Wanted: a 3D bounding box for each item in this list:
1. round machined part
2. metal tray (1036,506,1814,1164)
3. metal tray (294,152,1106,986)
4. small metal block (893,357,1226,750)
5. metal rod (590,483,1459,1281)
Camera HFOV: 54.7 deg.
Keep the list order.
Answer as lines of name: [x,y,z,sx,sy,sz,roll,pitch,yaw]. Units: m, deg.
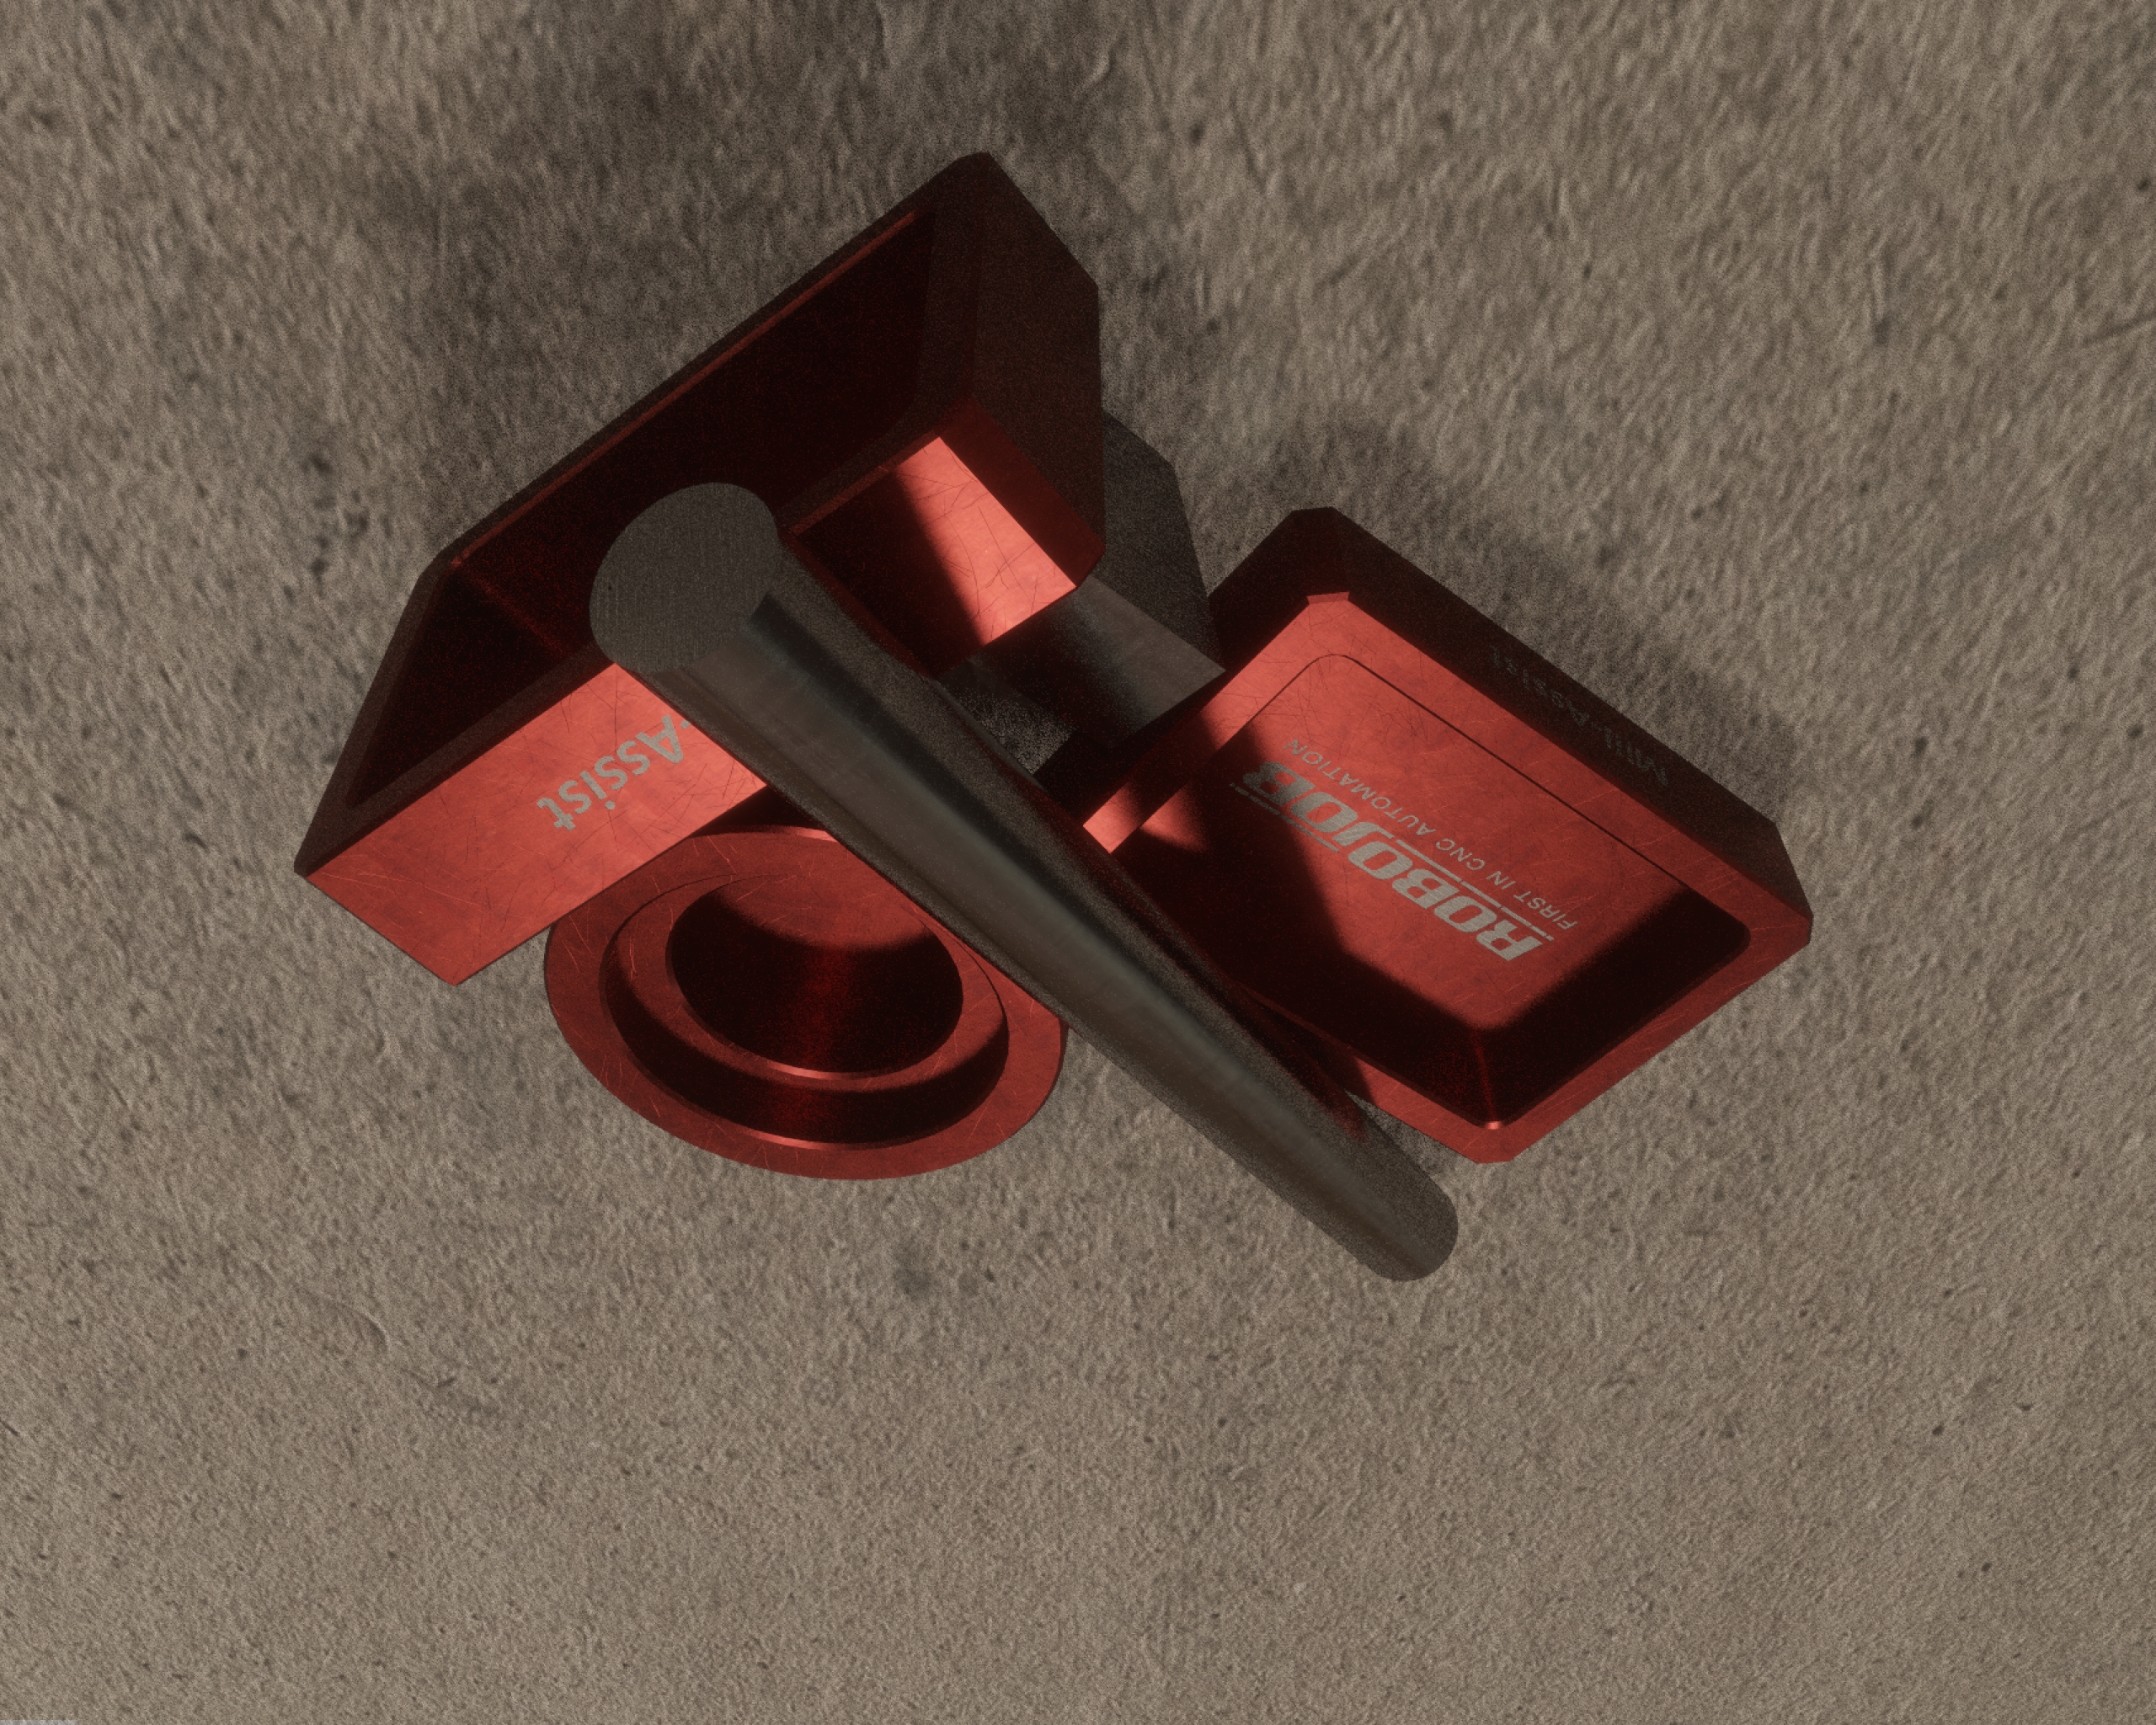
round machined part: [-0.049,0.015,0.405,0.099,0.042,0.097,4,134,4]
metal tray: [0.065,0.000,0.407,0.131,0.030,0.090,31,124,-24]
metal tray: [-0.057,-0.046,0.325,0.130,0.090,0.030,-30,124,22]
small metal block: [-0.006,-0.054,0.340,0.025,0.050,0.050,-34,137,28]
metal rod: [0.016,0.026,0.361,0.025,0.025,0.300,-21,149,16]
